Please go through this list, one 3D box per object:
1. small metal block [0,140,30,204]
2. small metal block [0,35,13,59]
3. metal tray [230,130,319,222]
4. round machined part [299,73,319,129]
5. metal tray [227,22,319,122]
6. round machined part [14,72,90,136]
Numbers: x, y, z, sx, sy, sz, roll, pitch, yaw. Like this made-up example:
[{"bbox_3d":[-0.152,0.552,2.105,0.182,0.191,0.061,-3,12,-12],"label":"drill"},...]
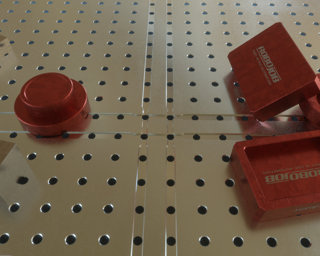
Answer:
[{"bbox_3d":[-0.179,0.049,0.349,0.025,0.050,0.050,12,51,9],"label":"small metal block"},{"bbox_3d":[-0.289,-0.135,0.519,0.050,0.025,0.050,22,53,17],"label":"small metal block"},{"bbox_3d":[0.159,0.051,0.361,0.131,0.030,0.090,-8,50,-7],"label":"metal tray"},{"bbox_3d":[0.239,-0.029,0.422,0.099,0.042,0.098,0,50,0],"label":"round machined part"},{"bbox_3d":[0.157,-0.082,0.442,0.090,0.030,0.130,-31,45,24],"label":"metal tray"},{"bbox_3d":[-0.151,-0.040,0.429,0.099,0.042,0.098,0,50,0],"label":"round machined part"}]
